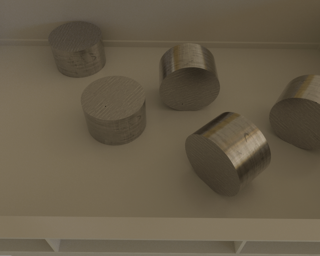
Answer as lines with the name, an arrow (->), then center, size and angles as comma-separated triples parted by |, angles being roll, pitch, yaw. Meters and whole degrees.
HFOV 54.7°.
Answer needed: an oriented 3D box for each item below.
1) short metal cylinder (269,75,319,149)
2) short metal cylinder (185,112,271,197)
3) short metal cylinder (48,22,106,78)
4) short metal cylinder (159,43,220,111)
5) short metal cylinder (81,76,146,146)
short metal cylinder -> 0.186, -0.020, 0.388 | 0.080, 0.080, 0.050 | 28, 55, 21
short metal cylinder -> 0.074, 0.029, 0.346 | 0.050, 0.080, 0.080 | -33, 58, -25
short metal cylinder -> -0.129, -0.125, 0.492 | 0.081, 0.050, 0.080 | 0, 50, 0
short metal cylinder -> 0.039, -0.069, 0.428 | 0.081, 0.080, 0.050 | -1, 50, -1
short metal cylinder -> -0.059, -0.024, 0.408 | 0.081, 0.050, 0.080 | 0, 50, 0
